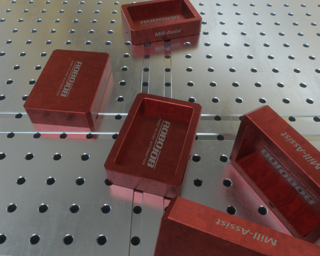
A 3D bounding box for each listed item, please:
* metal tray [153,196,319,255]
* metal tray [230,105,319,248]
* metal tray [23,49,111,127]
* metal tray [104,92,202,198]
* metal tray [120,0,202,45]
[{"bbox_3d":[0.060,0.121,0.262,0.130,0.089,0.030,17,27,13],"label":"metal tray"},{"bbox_3d":[0.132,0.049,0.325,0.030,0.089,0.130,-24,54,-19],"label":"metal tray"},{"bbox_3d":[-0.129,-0.062,0.455,0.091,0.030,0.130,5,50,3],"label":"metal tray"},{"bbox_3d":[-0.004,0.016,0.390,0.090,0.030,0.130,12,51,9],"label":"metal tray"},{"bbox_3d":[0.001,-0.201,0.573,0.131,0.030,0.090,-13,51,-11],"label":"metal tray"}]
